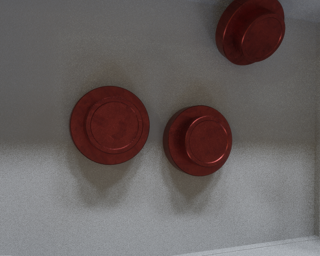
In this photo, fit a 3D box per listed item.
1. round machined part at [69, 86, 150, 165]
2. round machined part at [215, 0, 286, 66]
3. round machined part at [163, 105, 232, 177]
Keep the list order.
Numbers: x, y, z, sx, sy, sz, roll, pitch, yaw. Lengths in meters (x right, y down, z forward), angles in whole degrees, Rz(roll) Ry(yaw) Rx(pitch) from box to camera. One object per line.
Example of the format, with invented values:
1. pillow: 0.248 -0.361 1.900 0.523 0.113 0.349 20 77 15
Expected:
1. round machined part: -0.059 -0.003 0.380 0.099 0.042 0.097 0 90 -20
2. round machined part: 0.129 -0.130 0.423 0.099 0.042 0.097 -15 131 -17
3. round machined part: 0.057 0.018 0.422 0.099 0.042 0.097 0 90 -20
